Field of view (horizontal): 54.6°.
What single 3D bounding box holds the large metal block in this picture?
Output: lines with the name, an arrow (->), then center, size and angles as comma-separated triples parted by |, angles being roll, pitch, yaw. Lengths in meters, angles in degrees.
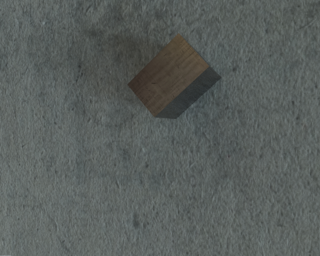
large metal block -> 0.021, -0.057, 0.373 | 0.080, 0.080, 0.050 | -43, 77, 15
